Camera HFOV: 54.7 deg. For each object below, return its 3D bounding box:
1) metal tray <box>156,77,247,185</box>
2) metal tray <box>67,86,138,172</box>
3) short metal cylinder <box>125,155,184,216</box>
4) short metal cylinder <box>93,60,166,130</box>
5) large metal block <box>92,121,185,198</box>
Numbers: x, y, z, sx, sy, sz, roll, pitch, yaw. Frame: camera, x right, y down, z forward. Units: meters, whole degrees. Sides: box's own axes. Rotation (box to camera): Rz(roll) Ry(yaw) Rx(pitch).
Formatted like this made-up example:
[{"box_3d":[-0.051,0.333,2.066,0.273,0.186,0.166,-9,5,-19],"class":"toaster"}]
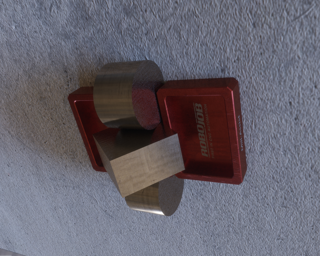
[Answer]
[{"box_3d":[0.054,0.005,0.381,0.090,0.030,0.129,1,119,27],"class":"metal tray"},{"box_3d":[-0.070,0.005,0.446,0.090,0.030,0.129,1,119,27],"class":"metal tray"},{"box_3d":[-0.006,0.076,0.423,0.050,0.080,0.080,2,119,27],"class":"short metal cylinder"},{"box_3d":[-0.033,-0.038,0.366,0.050,0.080,0.080,2,119,27],"class":"short metal cylinder"},{"box_3d":[-0.028,0.029,0.378,0.080,0.081,0.050,39,146,58],"class":"large metal block"}]
